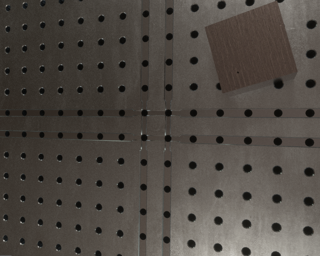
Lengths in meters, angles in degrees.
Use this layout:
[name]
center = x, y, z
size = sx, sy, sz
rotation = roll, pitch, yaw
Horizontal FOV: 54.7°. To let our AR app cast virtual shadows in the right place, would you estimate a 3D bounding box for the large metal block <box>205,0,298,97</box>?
[large metal block]
center = 0.106, -0.087, 0.362
size = 0.080, 0.050, 0.080
rotation = -15, 85, 19
